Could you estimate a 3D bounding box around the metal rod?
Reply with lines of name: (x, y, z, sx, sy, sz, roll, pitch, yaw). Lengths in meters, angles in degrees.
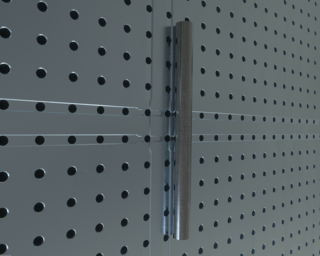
metal rod: (0.032, 0.003, 0.434, 0.025, 0.025, 0.298, 1, 89, -40)
